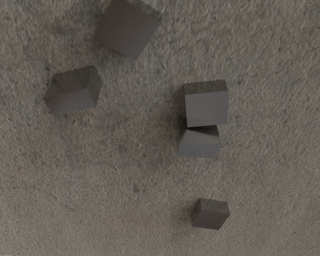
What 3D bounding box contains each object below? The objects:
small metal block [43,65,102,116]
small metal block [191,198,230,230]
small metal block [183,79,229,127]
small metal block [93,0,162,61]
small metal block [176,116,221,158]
[{"bbox_3d":[-0.097,-0.043,0.352,0.050,0.050,0.025,-12,129,9],"label":"small metal block"},{"bbox_3d":[0.086,0.149,0.536,0.050,0.025,0.050,11,129,-10],"label":"small metal block"},{"bbox_3d":[0.057,-0.030,0.383,0.050,0.025,0.050,-5,130,4],"label":"small metal block"},{"bbox_3d":[-0.033,-0.105,0.317,0.050,0.025,0.050,26,125,-21],"label":"small metal block"},{"bbox_3d":[0.048,0.011,0.401,0.050,0.050,0.025,4,130,-4],"label":"small metal block"}]
